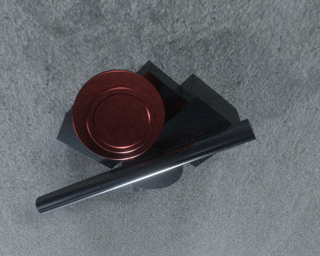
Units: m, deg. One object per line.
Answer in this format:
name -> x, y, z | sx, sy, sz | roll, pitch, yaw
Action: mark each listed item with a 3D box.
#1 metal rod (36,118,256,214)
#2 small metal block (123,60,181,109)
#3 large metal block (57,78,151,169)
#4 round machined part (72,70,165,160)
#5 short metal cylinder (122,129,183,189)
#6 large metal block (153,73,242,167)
metal rod -> -0.031, 0.054, 0.389 | 0.300, 0.025, 0.025 | -22, 127, 17
small metal block -> -0.011, -0.044, 0.370 | 0.050, 0.025, 0.050 | 35, 122, -27
large metal block -> -0.066, -0.005, 0.385 | 0.080, 0.050, 0.080 | 35, 122, -26
round machined part -> -0.042, -0.012, 0.329 | 0.099, 0.042, 0.097 | -3, 105, -11
short metal cylinder -> -0.010, 0.039, 0.425 | 0.081, 0.050, 0.079 | 0, 130, 0
large metal block -> 0.043, -0.007, 0.387 | 0.080, 0.050, 0.080 | 34, 122, -26
